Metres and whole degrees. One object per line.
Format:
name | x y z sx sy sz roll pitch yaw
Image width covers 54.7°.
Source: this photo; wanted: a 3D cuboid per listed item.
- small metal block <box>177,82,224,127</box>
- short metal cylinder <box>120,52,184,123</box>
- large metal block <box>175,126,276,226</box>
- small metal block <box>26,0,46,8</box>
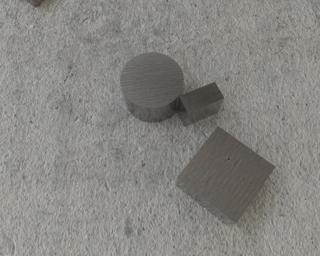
small metal block | 0.052 -0.030 0.406 0.050 0.050 0.025 -23 72 -8
short metal cylinder | -0.010 -0.053 0.414 0.081 0.050 0.080 0 70 0
large metal block | 0.075 0.058 0.374 0.080 0.050 0.080 37 74 12
small metal block | -0.199 -0.227 0.489 0.050 0.025 0.050 38 74 12
